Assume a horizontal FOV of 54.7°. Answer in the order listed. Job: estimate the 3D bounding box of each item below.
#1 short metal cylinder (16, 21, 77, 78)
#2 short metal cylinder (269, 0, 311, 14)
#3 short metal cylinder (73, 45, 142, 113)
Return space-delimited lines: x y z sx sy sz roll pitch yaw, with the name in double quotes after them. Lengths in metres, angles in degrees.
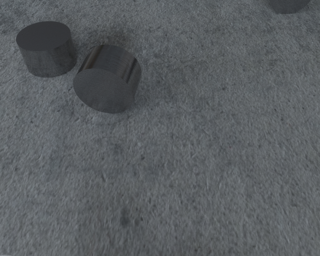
-0.177 -0.125 0.490 0.081 0.050 0.080 0 50 0 "short metal cylinder"
0.249 -0.270 0.598 0.081 0.080 0.050 1 50 1 "short metal cylinder"
-0.070 -0.065 0.421 0.080 0.080 0.050 8 51 6 "short metal cylinder"
